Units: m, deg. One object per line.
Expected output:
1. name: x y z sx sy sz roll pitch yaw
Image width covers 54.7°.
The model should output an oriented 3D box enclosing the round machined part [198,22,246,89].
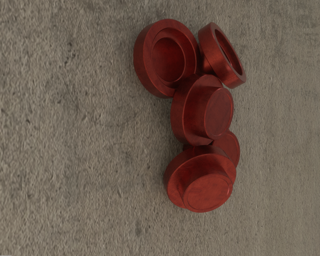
1. round machined part: 0.082 -0.099 0.448 0.098 0.042 0.098 40 35 -35

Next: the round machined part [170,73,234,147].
1. round machined part: 0.061 -0.021 0.406 0.099 0.042 0.097 -17 113 -45

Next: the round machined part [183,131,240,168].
1. round machined part: 0.084 0.037 0.468 0.099 0.042 0.097 0 90 -40

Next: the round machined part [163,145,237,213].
1. round machined part: 0.057 0.074 0.412 0.099 0.042 0.097 -8 124 -12

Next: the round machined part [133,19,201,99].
1. round machined part: 0.005 -0.086 0.401 0.099 0.042 0.097 0 90 -40
